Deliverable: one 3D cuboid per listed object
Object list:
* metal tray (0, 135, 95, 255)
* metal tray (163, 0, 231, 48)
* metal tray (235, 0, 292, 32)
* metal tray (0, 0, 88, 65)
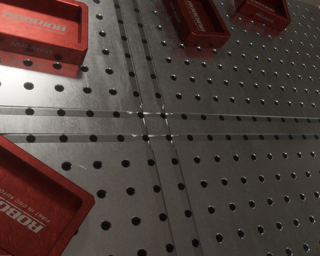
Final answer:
[{"bbox_3d":[-0.140,0.070,0.287,0.130,0.030,0.090,35,51,-5],"label":"metal tray"},{"bbox_3d":[0.065,-0.209,0.569,0.091,0.030,0.130,-7,65,-32],"label":"metal tray"},{"bbox_3d":[0.232,-0.281,0.704,0.131,0.030,0.090,16,55,-20],"label":"metal tray"},{"bbox_3d":[-0.162,-0.138,0.402,0.131,0.030,0.090,7,59,-25],"label":"metal tray"}]
